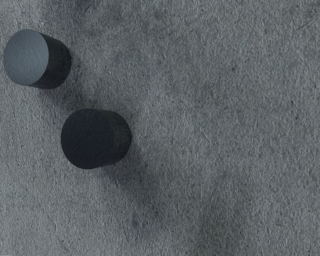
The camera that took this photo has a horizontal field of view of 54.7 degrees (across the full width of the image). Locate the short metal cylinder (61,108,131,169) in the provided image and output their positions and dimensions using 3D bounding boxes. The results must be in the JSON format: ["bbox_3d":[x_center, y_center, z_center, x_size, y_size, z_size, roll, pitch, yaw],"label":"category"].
[{"bbox_3d":[-0.087,0.014,0.426,0.080,0.050,0.080,0,90,20],"label":"short metal cylinder"}]

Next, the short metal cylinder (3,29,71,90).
[{"bbox_3d":[-0.181,-0.100,0.460,0.080,0.050,0.080,0,90,20],"label":"short metal cylinder"}]
